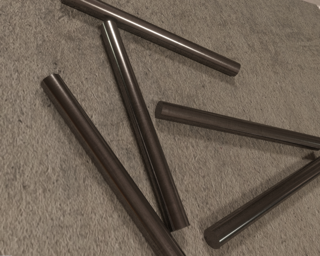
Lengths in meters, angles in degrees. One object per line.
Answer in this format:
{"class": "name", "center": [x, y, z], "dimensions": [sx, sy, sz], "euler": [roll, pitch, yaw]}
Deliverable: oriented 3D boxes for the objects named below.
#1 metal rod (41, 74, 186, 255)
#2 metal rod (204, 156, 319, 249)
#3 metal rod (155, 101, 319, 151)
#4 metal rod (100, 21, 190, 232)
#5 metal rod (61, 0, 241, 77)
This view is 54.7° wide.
{"class": "metal rod", "center": [-0.042, 0.062, 0.344], "dimensions": [0.025, 0.025, 0.299], "euler": [-29, 78, -38]}
{"class": "metal rod", "center": [0.177, 0.090, 0.446], "dimensions": [0.302, 0.025, 0.025], "euler": [-18, 72, -35]}
{"class": "metal rod", "center": [0.135, 0.001, 0.478], "dimensions": [0.302, 0.025, 0.025], "euler": [11, 57, -23]}
{"class": "metal rod", "center": [-0.027, -0.017, 0.401], "dimensions": [0.025, 0.025, 0.299], "euler": [-7, 65, -32]}
{"class": "metal rod", "center": [-0.003, -0.148, 0.493], "dimensions": [0.302, 0.025, 0.025], "euler": [19, 54, -18]}
